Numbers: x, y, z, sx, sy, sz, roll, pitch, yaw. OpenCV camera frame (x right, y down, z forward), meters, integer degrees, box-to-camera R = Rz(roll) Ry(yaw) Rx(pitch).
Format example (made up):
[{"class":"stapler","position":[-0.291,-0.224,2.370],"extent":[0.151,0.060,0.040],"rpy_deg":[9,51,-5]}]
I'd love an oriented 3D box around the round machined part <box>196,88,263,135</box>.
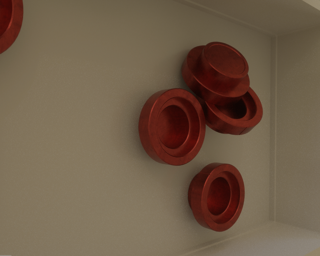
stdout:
[{"class":"round machined part","position":[0.097,-0.030,0.456],"extent":[0.099,0.042,0.098],"rpy_deg":[12,52,-16]}]

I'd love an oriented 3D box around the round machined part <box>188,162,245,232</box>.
[{"class":"round machined part","position":[0.080,0.100,0.463],"extent":[0.099,0.042,0.097],"rpy_deg":[0,90,-40]}]

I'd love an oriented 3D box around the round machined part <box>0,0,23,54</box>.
[{"class":"round machined part","position":[-0.163,-0.103,0.243],"extent":[0.099,0.042,0.097],"rpy_deg":[-20,112,-62]}]

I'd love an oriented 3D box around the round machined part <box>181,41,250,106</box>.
[{"class":"round machined part","position":[0.083,-0.082,0.433],"extent":[0.099,0.042,0.098],"rpy_deg":[12,52,-16]}]

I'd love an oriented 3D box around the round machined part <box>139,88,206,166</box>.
[{"class":"round machined part","position":[0.011,-0.002,0.405],"extent":[0.099,0.042,0.097],"rpy_deg":[0,90,-40]}]
